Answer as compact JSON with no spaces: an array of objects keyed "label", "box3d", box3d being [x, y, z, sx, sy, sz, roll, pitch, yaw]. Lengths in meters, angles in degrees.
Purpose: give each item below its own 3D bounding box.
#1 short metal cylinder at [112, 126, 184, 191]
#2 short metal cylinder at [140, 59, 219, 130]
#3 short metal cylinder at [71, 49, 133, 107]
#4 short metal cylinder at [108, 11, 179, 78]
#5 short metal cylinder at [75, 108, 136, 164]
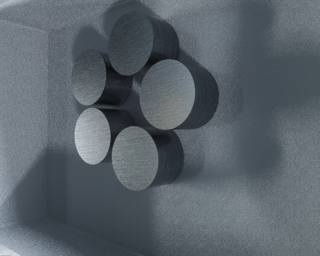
[{"label":"short metal cylinder","box3d":[-0.016,0.037,0.402,0.080,0.050,0.080,0,90,40]},{"label":"short metal cylinder","box3d":[0.022,-0.038,0.370,0.080,0.050,0.080,0,90,40]},{"label":"short metal cylinder","box3d":[-0.087,-0.072,0.460,0.080,0.050,0.080,0,90,40]},{"label":"short metal cylinder","box3d":[-0.022,-0.106,0.406,0.080,0.050,0.080,0,90,40]},{"label":"short metal cylinder","box3d":[-0.080,0.011,0.454,0.080,0.050,0.080,0,90,40]}]
